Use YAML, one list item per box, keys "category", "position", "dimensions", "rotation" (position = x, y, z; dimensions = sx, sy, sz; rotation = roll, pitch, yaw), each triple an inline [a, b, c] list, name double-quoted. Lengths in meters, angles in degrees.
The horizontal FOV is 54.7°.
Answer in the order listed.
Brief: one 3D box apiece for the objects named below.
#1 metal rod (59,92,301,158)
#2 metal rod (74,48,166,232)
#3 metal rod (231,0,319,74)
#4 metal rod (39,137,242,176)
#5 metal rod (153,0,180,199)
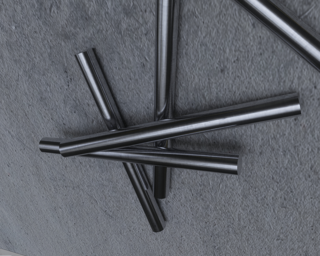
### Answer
- category: "metal rod"
  position: [0.006, 0.002, 0.373]
  dimensions: [0.300, 0.025, 0.025]
  rotation: [-11, 113, 22]
- category: "metal rod"
  position: [-0.050, 0.032, 0.453]
  dimensions: [0.025, 0.025, 0.299]
  rotation: [-7, 115, 31]
- category: "metal rod"
  position: [0.130, -0.082, 0.286]
  dimensions: [0.300, 0.025, 0.025]
  rotation: [40, 129, 1]
- category: "metal rod"
  position: [-0.044, 0.034, 0.417]
  dimensions: [0.301, 0.025, 0.025]
  rotation: [3, 120, 26]
- category: "metal rod"
  position: [0.005, -0.028, 0.386]
  dimensions: [0.025, 0.025, 0.298]
  rotation: [15, 125, 20]
